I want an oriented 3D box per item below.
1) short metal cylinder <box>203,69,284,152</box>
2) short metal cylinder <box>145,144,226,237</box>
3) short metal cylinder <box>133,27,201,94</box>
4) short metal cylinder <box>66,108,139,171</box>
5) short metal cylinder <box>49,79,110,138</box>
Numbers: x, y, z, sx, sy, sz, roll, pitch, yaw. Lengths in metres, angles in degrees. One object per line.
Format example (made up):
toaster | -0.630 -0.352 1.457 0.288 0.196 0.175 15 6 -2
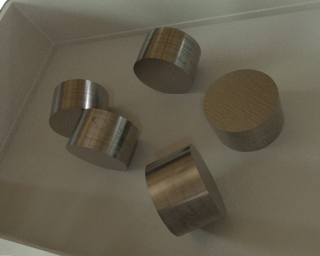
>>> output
short metal cylinder | 0.095 -0.019 0.352 0.080 0.050 0.080 -13 56 21
short metal cylinder | 0.027 0.063 0.318 0.050 0.080 0.080 -28 52 11
short metal cylinder | 0.010 -0.089 0.420 0.080 0.080 0.050 5 64 30
short metal cylinder | -0.073 0.017 0.399 0.080 0.080 0.050 4 64 30
short metal cylinder | -0.114 -0.025 0.446 0.080 0.080 0.050 -17 55 19
